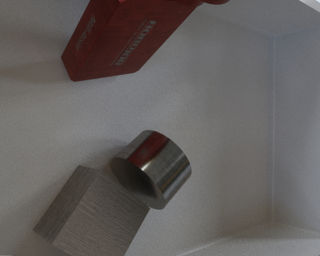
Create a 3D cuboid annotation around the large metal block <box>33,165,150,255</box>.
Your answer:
[{"bbox_3d":[-0.070,0.098,0.333,0.080,0.050,0.080,46,62,-31],"label":"large metal block"}]

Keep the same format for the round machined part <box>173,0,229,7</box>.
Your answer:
[{"bbox_3d":[0.025,-0.144,0.263,0.099,0.042,0.098,15,59,-28],"label":"round machined part"}]

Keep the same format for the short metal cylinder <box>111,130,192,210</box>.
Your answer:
[{"bbox_3d":[-0.010,0.049,0.364,0.050,0.080,0.080,-45,117,-31],"label":"short metal cylinder"}]

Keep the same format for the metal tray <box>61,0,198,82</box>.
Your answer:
[{"bbox_3d":[-0.034,-0.096,0.310,0.091,0.129,0.030,-17,78,-39],"label":"metal tray"}]

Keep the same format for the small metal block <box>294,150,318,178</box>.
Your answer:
[{"bbox_3d":[0.324,0.079,0.685,0.050,0.025,0.050,22,76,-38],"label":"small metal block"}]
